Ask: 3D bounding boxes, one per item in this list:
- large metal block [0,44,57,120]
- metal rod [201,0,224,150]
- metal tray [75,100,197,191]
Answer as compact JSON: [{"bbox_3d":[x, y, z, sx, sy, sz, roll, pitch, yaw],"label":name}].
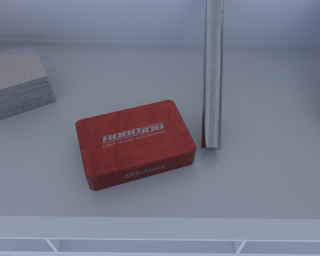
[{"bbox_3d":[-0.205,-0.067,0.443,0.081,0.050,0.080,-22,54,-18],"label":"large metal block"},{"bbox_3d":[0.072,-0.120,0.417,0.025,0.025,0.299,3,78,2],"label":"metal rod"},{"bbox_3d":[-0.032,0.017,0.387,0.131,0.030,0.090,-14,52,-12],"label":"metal tray"}]
